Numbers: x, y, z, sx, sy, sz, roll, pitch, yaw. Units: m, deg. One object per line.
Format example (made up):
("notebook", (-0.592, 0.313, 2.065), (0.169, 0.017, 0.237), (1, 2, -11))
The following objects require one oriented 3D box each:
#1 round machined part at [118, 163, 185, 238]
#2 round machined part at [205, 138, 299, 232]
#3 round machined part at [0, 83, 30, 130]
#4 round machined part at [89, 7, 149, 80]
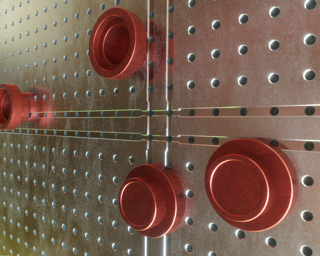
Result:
("round machined part", (-0.018, 0.098, 0.414), (0.098, 0.042, 0.097), (0, 90, 40))
("round machined part", (0.088, 0.060, 0.326), (0.098, 0.042, 0.097), (0, 90, 40))
("round machined part", (-0.315, -0.045, 0.661), (0.098, 0.042, 0.097), (0, 90, 40))
("round machined part", (-0.055, -0.118, 0.445), (0.098, 0.042, 0.097), (0, 90, 40))
